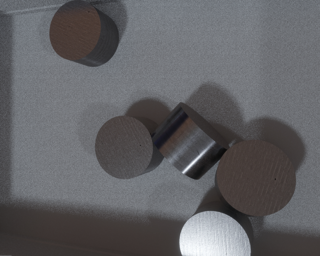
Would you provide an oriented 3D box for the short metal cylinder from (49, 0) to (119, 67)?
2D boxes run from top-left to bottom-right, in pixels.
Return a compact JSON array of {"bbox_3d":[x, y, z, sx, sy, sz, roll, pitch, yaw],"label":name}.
[{"bbox_3d":[-0.105,-0.130,0.434,0.080,0.050,0.080,0,90,20],"label":"short metal cylinder"}]

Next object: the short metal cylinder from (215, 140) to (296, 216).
[{"bbox_3d":[0.103,0.058,0.347,0.080,0.050,0.080,-2,73,6],"label":"short metal cylinder"}]

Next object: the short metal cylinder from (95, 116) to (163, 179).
[{"bbox_3d":[-0.038,0.024,0.410,0.080,0.050,0.080,0,90,20],"label":"short metal cylinder"}]

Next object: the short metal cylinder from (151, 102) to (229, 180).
[{"bbox_3d":[0.036,0.015,0.368,0.080,0.080,0.050,46,104,14],"label":"short metal cylinder"}]

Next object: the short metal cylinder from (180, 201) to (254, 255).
[{"bbox_3d":[0.069,0.133,0.373,0.080,0.050,0.080,0,90,20],"label":"short metal cylinder"}]
